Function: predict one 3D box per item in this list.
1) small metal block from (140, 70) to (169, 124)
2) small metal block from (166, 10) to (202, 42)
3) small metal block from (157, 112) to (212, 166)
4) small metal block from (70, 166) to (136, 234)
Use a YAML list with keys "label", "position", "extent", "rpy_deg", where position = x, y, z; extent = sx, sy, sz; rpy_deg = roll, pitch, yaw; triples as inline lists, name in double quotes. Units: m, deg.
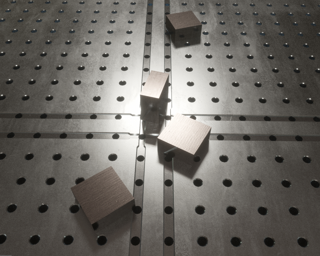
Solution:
- label: "small metal block"
  position: [-0.007, -0.043, 0.427]
  extent: [0.025, 0.050, 0.050]
  rpy_deg: [13, 51, 10]
- label: "small metal block"
  position: [0.043, -0.187, 0.565]
  extent: [0.050, 0.025, 0.050]
  rpy_deg: [-14, 52, -12]
- label: "small metal block"
  position: [0.031, 0.013, 0.397]
  extent: [0.050, 0.025, 0.050]
  rpy_deg: [24, 54, 19]
- label: "small metal block"
  position: [-0.062, 0.078, 0.341]
  extent: [0.050, 0.025, 0.050]
  rpy_deg: [-28, 56, -22]
